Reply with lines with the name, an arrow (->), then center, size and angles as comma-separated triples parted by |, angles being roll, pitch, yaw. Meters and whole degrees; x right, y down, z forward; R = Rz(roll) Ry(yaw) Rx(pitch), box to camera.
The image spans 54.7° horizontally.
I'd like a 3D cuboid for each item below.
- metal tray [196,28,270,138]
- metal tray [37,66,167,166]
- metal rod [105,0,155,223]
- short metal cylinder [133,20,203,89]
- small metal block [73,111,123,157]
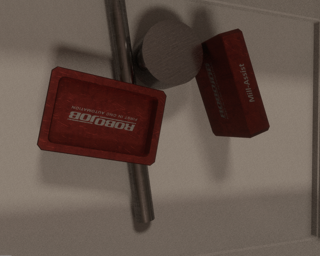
metal tray -> 0.087, -0.053, 0.409 | 0.030, 0.090, 0.129 | -21, 97, -19
metal tray -> -0.064, -0.011, 0.357 | 0.131, 0.030, 0.089 | 11, 87, -19
metal rod -> -0.039, -0.028, 0.396 | 0.025, 0.025, 0.298 | -9, 93, -20
short metal cylinder -> 0.008, -0.092, 0.401 | 0.081, 0.050, 0.079 | 0, 90, -21
small metal block -> -0.078, 0.007, 0.382 | 0.050, 0.025, 0.050 | 12, 86, -20
